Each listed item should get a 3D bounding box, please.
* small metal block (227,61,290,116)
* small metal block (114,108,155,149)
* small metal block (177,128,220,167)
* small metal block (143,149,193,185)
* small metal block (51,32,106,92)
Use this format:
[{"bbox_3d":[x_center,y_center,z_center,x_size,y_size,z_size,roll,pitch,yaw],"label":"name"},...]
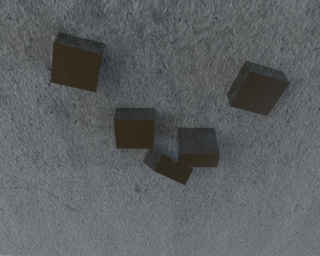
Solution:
[{"bbox_3d":[0.115,-0.046,0.369,0.050,0.025,0.050,13,129,-12],"label":"small metal block"},{"bbox_3d":[-0.033,0.001,0.407,0.050,0.025,0.050,1,130,-1],"label":"small metal block"},{"bbox_3d":[0.049,0.025,0.413,0.050,0.050,0.025,1,130,-1],"label":"small metal block"},{"bbox_3d":[0.010,0.052,0.432,0.050,0.050,0.025,28,88,-22],"label":"small metal block"},{"bbox_3d":[-0.091,-0.072,0.345,0.050,0.025,0.050,12,129,-10],"label":"small metal block"}]
